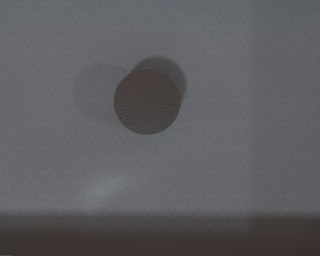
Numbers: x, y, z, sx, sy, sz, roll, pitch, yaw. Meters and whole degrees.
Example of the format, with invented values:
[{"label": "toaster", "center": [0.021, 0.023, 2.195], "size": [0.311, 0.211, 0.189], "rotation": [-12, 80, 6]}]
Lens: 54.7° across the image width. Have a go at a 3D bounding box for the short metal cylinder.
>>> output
[{"label": "short metal cylinder", "center": [-0.016, -0.032, 0.399], "size": [0.081, 0.050, 0.079], "rotation": [0, 90, -1]}]
